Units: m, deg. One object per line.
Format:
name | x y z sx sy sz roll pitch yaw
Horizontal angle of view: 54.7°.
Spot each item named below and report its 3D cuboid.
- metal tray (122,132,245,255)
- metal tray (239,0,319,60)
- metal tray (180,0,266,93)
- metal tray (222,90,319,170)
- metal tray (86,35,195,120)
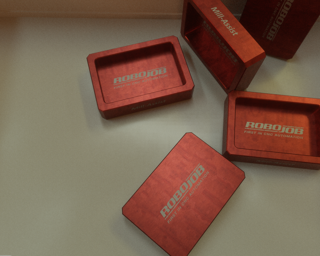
metal tray | 0.029 0.081 0.378 0.090 0.030 0.130 38 74 12
metal tray | 0.159 -0.156 0.411 0.090 0.129 0.030 19 61 6
metal tray | 0.078 -0.115 0.418 0.030 0.090 0.130 -31 73 -11
metal tray | 0.151 0.002 0.407 0.131 0.030 0.090 6 70 2
metal tray | -0.027 -0.072 0.432 0.131 0.030 0.090 -14 71 -6
